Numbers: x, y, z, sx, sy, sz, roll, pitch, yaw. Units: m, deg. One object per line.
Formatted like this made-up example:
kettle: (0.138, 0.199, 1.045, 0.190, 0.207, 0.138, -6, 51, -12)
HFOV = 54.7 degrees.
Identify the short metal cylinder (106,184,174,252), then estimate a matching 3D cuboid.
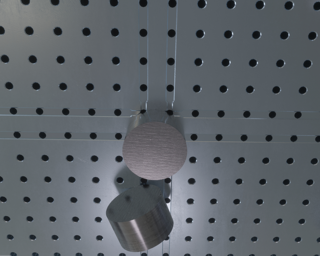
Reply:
short metal cylinder: (-0.027, 0.122, 0.429, 0.080, 0.080, 0.050, -18, 109, 6)

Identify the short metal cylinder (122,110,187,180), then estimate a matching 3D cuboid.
short metal cylinder: (-0.006, 0.021, 0.408, 0.081, 0.050, 0.079, 0, 110, 0)
